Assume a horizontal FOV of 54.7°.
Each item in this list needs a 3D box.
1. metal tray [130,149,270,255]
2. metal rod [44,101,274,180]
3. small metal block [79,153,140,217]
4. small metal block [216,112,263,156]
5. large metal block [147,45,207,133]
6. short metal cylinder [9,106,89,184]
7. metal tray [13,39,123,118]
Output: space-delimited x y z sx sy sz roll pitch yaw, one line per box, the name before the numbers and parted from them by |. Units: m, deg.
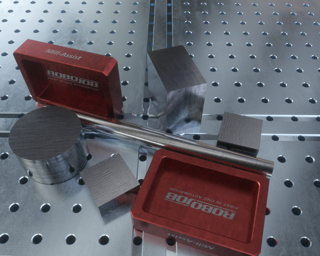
metal tray | 0.045 0.080 0.336 0.131 0.030 0.090 14 52 11
metal rod | -0.012 0.013 0.396 0.301 0.025 0.025 15 52 12
small metal block | -0.057 0.064 0.354 0.050 0.025 0.050 -26 55 -20
small metal block | 0.102 0.010 0.399 0.050 0.025 0.050 13 51 11
large metal block | 0.020 -0.051 0.417 0.050 0.080 0.080 -14 52 -12
short metal cylinder | -0.131 0.020 0.373 0.080 0.050 0.080 0 50 0
metal tray | -0.119 -0.062 0.415 0.131 0.090 0.030 14 52 12
